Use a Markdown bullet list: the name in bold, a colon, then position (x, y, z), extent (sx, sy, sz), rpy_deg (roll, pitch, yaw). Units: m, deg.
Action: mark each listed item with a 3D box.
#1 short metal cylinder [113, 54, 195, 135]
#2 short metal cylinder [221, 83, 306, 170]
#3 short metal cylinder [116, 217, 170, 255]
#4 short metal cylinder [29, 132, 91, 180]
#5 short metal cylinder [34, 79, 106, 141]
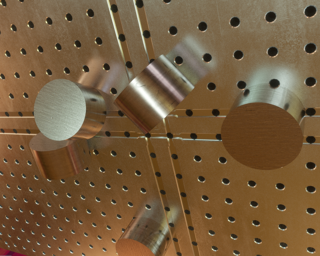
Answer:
- **short metal cylinder**: position (-0.007, -0.038, 0.355), extent (0.050, 0.080, 0.080), rpy_deg (46, 129, -4)
- **short metal cylinder**: position (0.112, -0.002, 0.335), extent (0.080, 0.050, 0.079), rpy_deg (13, 124, 20)
- **short metal cylinder**: position (-0.029, 0.201, 0.533), extent (0.080, 0.050, 0.079), rpy_deg (13, 124, 20)
- **short metal cylinder**: position (-0.150, 0.035, 0.474), extent (0.080, 0.080, 0.050), rpy_deg (5, 121, 25)
- **short metal cylinder**: position (-0.121, -0.023, 0.421), extent (0.080, 0.050, 0.080), rpy_deg (-1, 88, 20)
